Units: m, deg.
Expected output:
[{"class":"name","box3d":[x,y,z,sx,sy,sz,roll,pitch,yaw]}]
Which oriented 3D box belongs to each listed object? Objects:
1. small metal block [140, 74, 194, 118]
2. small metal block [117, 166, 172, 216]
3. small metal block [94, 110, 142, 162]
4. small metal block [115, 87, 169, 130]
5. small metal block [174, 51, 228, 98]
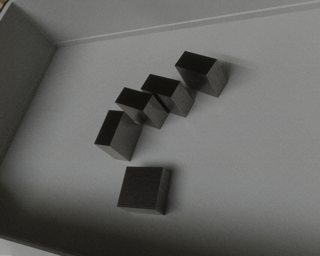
[{"class":"small metal block","box3d":[0.010,-0.043,0.410,0.050,0.050,0.025,20,73,35]},{"class":"small metal block","box3d":[-0.018,0.074,0.370,0.050,0.025,0.050,-3,60,27]},{"class":"small metal block","box3d":[-0.054,0.011,0.411,0.025,0.050,0.050,6,65,31]},{"class":"small metal block","box3d":[-0.024,-0.026,0.419,0.050,0.050,0.025,19,72,35]},{"class":"small metal block","box3d":[0.054,-0.070,0.404,0.050,0.050,0.025,26,76,37]}]
